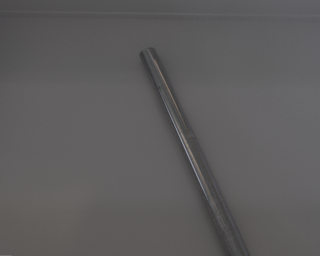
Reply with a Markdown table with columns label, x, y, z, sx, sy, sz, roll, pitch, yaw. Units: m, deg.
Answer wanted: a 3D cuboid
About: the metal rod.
| label | x | y | z | sx | sy | sz | roll | pitch | yaw |
| --- | --- | --- | --- | --- | --- | --- | --- | --- | --- |
| metal rod | 0.037 | 0.022 | 0.401 | 0.025 | 0.025 | 0.299 | -21 | 71 | -7 |
